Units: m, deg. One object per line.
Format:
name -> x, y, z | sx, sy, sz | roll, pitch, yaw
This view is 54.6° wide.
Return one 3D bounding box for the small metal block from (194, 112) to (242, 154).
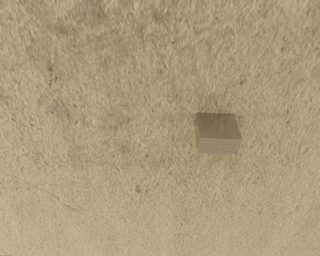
small metal block -> 0.072, 0.006, 0.396 | 0.050, 0.050, 0.025 | 2, 130, -2
